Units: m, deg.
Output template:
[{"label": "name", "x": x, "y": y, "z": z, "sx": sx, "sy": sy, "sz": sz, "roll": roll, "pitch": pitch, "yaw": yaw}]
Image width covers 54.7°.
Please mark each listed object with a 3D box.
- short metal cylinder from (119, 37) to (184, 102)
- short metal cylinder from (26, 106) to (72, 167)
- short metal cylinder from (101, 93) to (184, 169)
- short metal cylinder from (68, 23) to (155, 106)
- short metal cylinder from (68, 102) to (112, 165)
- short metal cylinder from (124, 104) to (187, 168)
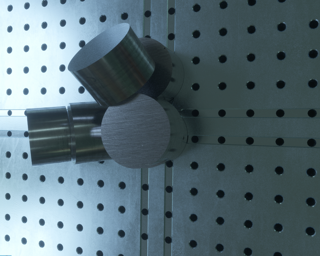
[{"label": "short metal cylinder", "x": -0.014, "y": -0.071, "z": 0.404, "sx": 0.080, "sy": 0.050, "sz": 0.079, "roll": 0, "pitch": 90, "yaw": 20}, {"label": "short metal cylinder", "x": -0.155, "y": 0.011, "z": 0.431, "sx": 0.050, "sy": 0.080, "sz": 0.080, "roll": -6, "pitch": 87, "yaw": -22}, {"label": "short metal cylinder", "x": -0.019, "y": 0.003, "z": 0.351, "sx": 0.080, "sy": 0.050, "sz": 0.080, "roll": 0, "pitch": 90, "yaw": 20}, {"label": "short metal cylinder", "x": -0.053, "y": -0.070, "z": 0.341, "sx": 0.080, "sy": 0.080, "sz": 0.050, "roll": -25, "pitch": 125, "yaw": 18}, {"label": "short metal cylinder", "x": -0.091, "y": 0.005, "z": 0.408, "sx": 0.050, "sy": 0.080, "sz": 0.080, "roll": -6, "pitch": 88, "yaw": -22}, {"label": "short metal cylinder", "x": -0.010, "y": 0.009, "z": 0.402, "sx": 0.080, "sy": 0.050, "sz": 0.080, "roll": 0, "pitch": 90, "yaw": 20}]
